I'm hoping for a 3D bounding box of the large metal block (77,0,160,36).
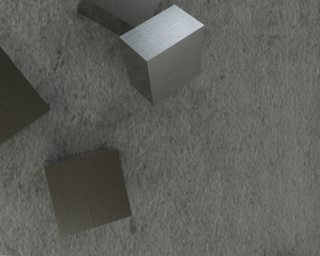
[{"bbox_3d":[-0.045,-0.164,0.380,0.080,0.050,0.080,25,82,-19],"label":"large metal block"}]

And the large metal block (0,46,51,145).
[{"bbox_3d":[-0.177,-0.027,0.331,0.080,0.050,0.080,-39,103,-16],"label":"large metal block"}]

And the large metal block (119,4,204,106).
[{"bbox_3d":[0.005,-0.086,0.375,0.080,0.080,0.050,-36,63,-17],"label":"large metal block"}]

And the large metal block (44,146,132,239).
[{"bbox_3d":[-0.086,0.071,0.365,0.081,0.050,0.080,-13,95,-20],"label":"large metal block"}]
